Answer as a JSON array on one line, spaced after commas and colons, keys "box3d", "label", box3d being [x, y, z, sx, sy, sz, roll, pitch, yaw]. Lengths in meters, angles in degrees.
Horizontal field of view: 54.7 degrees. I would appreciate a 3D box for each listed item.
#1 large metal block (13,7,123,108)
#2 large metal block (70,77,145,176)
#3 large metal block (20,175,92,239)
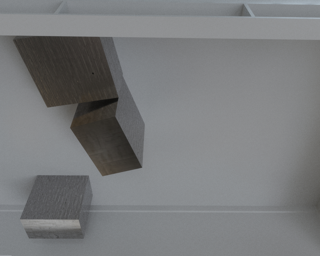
[{"box3d": [-0.091, -0.073, 0.329, 0.080, 0.050, 0.080, -8, 130, 6], "label": "large metal block"}, {"box3d": [-0.057, -0.003, 0.370, 0.050, 0.080, 0.080, -14, 129, 11], "label": "large metal block"}, {"box3d": [-0.153, 0.119, 0.473, 0.081, 0.080, 0.050, 1, 130, -1], "label": "large metal block"}]
